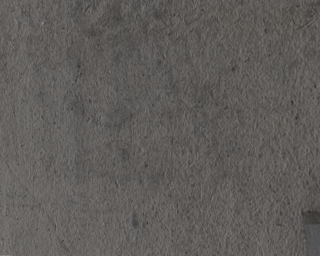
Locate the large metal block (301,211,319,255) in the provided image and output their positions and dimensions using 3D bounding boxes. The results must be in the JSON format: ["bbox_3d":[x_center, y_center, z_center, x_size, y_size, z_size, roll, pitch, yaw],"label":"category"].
[{"bbox_3d":[0.199,0.133,0.325,0.080,0.050,0.080,-8,88,20],"label":"large metal block"}]
